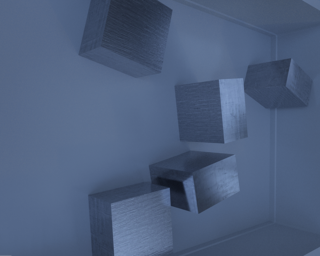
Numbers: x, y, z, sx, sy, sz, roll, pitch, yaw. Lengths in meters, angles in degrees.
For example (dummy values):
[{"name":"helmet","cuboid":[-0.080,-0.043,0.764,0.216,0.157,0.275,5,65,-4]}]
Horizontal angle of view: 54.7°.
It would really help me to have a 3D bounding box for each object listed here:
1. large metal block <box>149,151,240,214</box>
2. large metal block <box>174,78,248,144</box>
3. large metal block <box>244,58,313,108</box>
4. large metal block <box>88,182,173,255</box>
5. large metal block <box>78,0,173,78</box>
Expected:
[{"name":"large metal block","cuboid":[0.045,0.066,0.408,0.081,0.080,0.050,-15,100,-39]},{"name":"large metal block","cuboid":[0.070,-0.024,0.429,0.050,0.080,0.079,-10,97,-40]},{"name":"large metal block","cuboid":[0.206,-0.075,0.543,0.080,0.080,0.050,26,74,-37]},{"name":"large metal block","cuboid":[-0.033,0.113,0.363,0.081,0.050,0.079,-6,94,-40]},{"name":"large metal block","cuboid":[-0.038,-0.111,0.358,0.081,0.050,0.080,16,80,-39]}]
